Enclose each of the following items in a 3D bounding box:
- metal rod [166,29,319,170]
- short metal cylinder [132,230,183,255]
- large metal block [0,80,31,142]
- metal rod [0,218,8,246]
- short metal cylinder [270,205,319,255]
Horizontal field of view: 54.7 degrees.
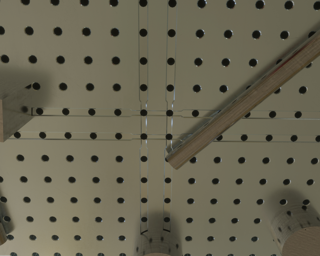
[{"bbox_3d":[0.127,-0.047,0.397,0.300,0.025,0.025,-41,105,13],"label":"metal rod"},{"bbox_3d":[-0.004,0.205,0.476,0.081,0.050,0.079,0,110,0],"label":"short metal cylinder"},{"bbox_3d":[-0.211,-0.026,0.372,0.081,0.080,0.050,8,110,-3],"label":"large metal block"},{"bbox_3d":[-0.269,0.036,0.424,0.025,0.025,0.298,-8,110,3],"label":"metal rod"},{"bbox_3d":[0.213,0.164,0.462,0.081,0.050,0.079,0,110,0],"label":"short metal cylinder"}]
